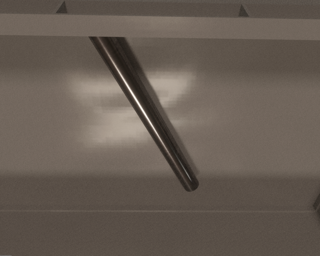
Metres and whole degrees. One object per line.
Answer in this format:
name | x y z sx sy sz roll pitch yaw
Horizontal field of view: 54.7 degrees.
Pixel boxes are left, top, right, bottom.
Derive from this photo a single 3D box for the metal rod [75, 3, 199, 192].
metal rod | -0.012 -0.014 0.396 0.025 0.025 0.299 -19 128 15
